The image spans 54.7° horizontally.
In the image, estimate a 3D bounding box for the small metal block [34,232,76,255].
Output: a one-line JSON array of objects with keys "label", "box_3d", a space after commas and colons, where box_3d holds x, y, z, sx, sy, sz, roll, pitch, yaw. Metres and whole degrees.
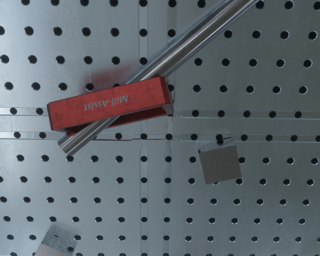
[{"label": "small metal block", "box_3d": [-0.168, 0.200, 0.485, 0.050, 0.025, 0.050, 29, 107, -10]}]

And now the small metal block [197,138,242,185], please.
[{"label": "small metal block", "box_3d": [0.082, 0.046, 0.431, 0.050, 0.025, 0.050, -13, 110, 4]}]

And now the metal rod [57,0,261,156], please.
[{"label": "metal rod", "box_3d": [0.004, -0.071, 0.360, 0.300, 0.025, 0.025, -39, 106, 2]}]

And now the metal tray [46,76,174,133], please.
[{"label": "metal tray", "box_3d": [-0.052, -0.023, 0.367, 0.131, 0.090, 0.030, -13, 85, 4]}]
